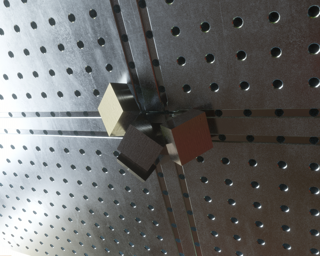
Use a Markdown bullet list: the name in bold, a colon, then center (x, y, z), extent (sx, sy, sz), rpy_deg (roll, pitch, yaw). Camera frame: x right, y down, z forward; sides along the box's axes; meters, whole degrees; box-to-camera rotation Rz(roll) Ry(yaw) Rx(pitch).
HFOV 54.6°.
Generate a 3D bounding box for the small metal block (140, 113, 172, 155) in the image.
- **small metal block**: center (-0.007, 0.008, 0.420), extent (0.050, 0.025, 0.050), rpy_deg (1, 122, 27)

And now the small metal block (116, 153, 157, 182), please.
- **small metal block**: center (-0.034, 0.052, 0.446), extent (0.050, 0.025, 0.050), rpy_deg (38, 166, 2)

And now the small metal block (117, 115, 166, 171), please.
- **small metal block**: center (-0.021, 0.020, 0.403), extent (0.050, 0.025, 0.050), rpy_deg (35, 129, 4)

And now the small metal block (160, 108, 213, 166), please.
- **small metal block**: center (0.034, 0.010, 0.381), extent (0.025, 0.050, 0.050), rpy_deg (24, 136, 56)

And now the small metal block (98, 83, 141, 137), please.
- **small metal block**: center (-0.055, -0.024, 0.410), extent (0.050, 0.025, 0.050), rpy_deg (-55, 50, 39)
